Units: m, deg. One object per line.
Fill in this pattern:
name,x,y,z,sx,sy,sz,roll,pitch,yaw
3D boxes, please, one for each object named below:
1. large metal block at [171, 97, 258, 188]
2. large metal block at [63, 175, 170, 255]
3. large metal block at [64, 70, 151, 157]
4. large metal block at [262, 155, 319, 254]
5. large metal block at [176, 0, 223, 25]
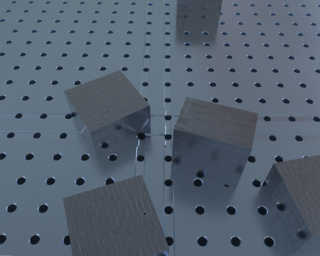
large metal block,0.060,0.018,0.358,0.080,0.080,0.050,14,52,11
large metal block,-0.043,0.103,0.304,0.081,0.050,0.080,-15,52,-13
large metal block,-0.068,-0.022,0.409,0.081,0.050,0.080,-26,55,-20
large metal block,0.169,0.077,0.329,0.081,0.050,0.080,-9,51,-8
large metal block,0.073,-0.244,0.598,0.081,0.050,0.080,2,50,1
